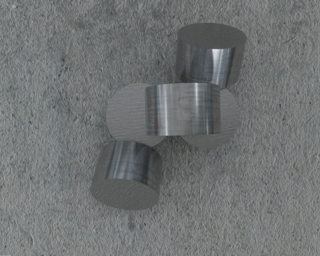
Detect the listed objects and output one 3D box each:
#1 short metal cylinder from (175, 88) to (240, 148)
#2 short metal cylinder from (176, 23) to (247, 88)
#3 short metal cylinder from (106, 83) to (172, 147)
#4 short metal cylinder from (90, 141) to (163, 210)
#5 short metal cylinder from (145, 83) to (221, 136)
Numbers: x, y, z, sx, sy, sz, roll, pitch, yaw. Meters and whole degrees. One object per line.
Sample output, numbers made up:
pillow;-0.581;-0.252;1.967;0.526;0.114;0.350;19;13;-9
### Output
short metal cylinder;0.056;-0.016;0.399;0.081;0.050;0.079;0;90;-1
short metal cylinder;0.060;-0.090;0.377;0.081;0.080;0.050;1;128;-1
short metal cylinder;-0.025;-0.014;0.398;0.081;0.050;0.079;0;90;-1
short metal cylinder;-0.039;0.060;0.376;0.081;0.080;0.050;7;51;-1
short metal cylinder;0.025;-0.018;0.334;0.081;0.080;0.050;-1;90;-1
